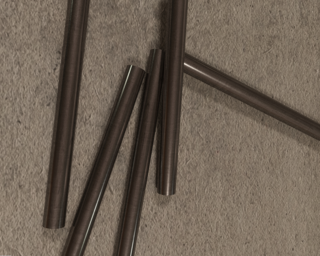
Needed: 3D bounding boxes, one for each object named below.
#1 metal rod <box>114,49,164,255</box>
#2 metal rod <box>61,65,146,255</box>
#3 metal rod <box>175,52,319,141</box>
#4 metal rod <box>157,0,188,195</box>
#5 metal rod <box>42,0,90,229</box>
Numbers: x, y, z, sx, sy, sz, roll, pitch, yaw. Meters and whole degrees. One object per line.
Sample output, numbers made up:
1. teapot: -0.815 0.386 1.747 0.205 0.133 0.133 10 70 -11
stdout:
1. metal rod: -0.026 0.046 0.400 0.025 0.025 0.298 11 86 -20
2. metal rod: -0.077 0.065 0.381 0.025 0.025 0.299 20 83 -19
3. metal rod: 0.150 -0.040 0.465 0.302 0.025 0.025 23 82 -19
4. metal rod: 0.017 -0.062 0.396 0.025 0.025 0.298 1 97 -20
5. metal rod: -0.110 -0.034 0.368 0.025 0.025 0.298 7 88 -20
